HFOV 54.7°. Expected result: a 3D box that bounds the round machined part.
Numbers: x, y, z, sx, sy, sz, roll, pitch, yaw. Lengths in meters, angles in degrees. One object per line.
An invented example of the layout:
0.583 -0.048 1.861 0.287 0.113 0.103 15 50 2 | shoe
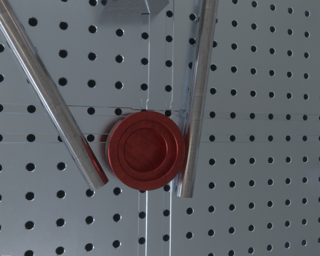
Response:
-0.021 0.028 0.396 0.099 0.042 0.097 0 90 -20 | round machined part

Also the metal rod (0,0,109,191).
-0.141 -0.060 0.360 0.025 0.025 0.299 -30 100 -18 | metal rod

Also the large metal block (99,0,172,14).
-0.035 -0.191 0.386 0.081 0.050 0.079 -9 93 -20 | large metal block

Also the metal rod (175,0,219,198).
0.053 -0.054 0.432 0.025 0.025 0.298 9 87 -20 | metal rod
